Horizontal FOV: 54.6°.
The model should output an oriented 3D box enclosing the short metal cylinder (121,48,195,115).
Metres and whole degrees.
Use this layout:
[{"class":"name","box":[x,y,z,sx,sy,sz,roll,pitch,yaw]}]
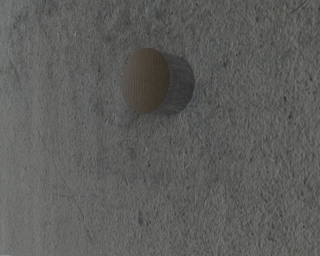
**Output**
[{"class":"short metal cylinder","box":[-0.003,-0.057,0.393,0.080,0.050,0.080,0,90,40]}]
